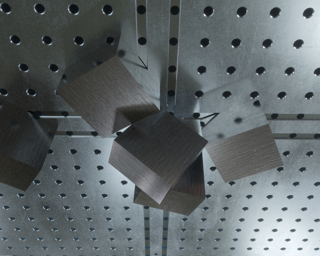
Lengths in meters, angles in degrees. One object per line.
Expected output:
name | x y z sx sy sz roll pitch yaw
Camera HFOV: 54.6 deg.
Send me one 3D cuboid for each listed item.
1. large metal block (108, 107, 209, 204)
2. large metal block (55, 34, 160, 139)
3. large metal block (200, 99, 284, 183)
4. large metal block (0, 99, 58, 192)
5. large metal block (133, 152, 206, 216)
large metal block | -0.002 0.029 0.374 0.080 0.080 0.050 37 142 11
large metal block | -0.056 -0.045 0.356 0.080 0.050 0.080 -26 126 20
large metal block | 0.108 0.019 0.412 0.080 0.050 0.080 -21 127 17
large metal block | -0.187 0.021 0.392 0.080 0.080 0.050 29 124 -23
large metal block | 0.013 0.066 0.428 0.080 0.080 0.050 17 134 -14
